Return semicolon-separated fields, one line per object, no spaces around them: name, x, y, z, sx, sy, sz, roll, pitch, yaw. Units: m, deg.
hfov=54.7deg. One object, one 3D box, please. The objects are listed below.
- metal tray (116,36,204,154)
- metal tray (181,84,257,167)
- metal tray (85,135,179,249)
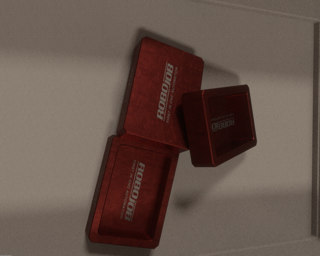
metal tray;0.003;-0.041;0.394;0.091;0.030;0.130;17;70;-20
metal tray;0.083;-0.008;0.406;0.131;0.030;0.089;-14;96;-50
metal tray;-0.034;0.081;0.396;0.091;0.030;0.129;15;85;-20
